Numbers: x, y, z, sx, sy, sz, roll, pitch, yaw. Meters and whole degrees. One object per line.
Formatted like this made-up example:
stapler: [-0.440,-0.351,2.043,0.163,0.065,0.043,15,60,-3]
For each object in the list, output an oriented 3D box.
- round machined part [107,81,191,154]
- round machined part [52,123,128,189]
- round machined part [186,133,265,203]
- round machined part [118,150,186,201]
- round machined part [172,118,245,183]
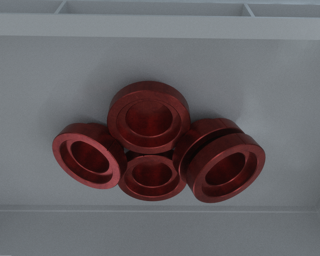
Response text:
round machined part: [-0.013,-0.017,0.380,0.099,0.042,0.097,0,130,0]
round machined part: [-0.087,0.032,0.408,0.098,0.042,0.097,13,132,16]
round machined part: [0.076,0.044,0.383,0.099,0.042,0.097,-15,132,-17]
round machined part: [-0.011,0.059,0.445,0.099,0.042,0.097,0,130,0]
round machined part: [0.061,0.026,0.405,0.099,0.042,0.097,-15,132,-17]
